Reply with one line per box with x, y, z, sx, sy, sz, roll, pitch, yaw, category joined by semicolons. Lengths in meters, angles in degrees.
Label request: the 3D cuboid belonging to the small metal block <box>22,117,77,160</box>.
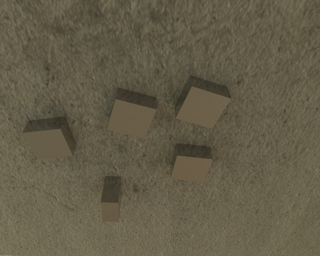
-0.147;0.014;0.417;0.050;0.025;0.050;-6;130;4;small metal block

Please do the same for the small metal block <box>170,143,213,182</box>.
0.044;0.051;0.452;0.050;0.025;0.050;7;130;-6;small metal block

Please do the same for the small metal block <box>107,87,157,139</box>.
-0.036;-0.018;0.391;0.050;0.025;0.050;14;129;-12;small metal block

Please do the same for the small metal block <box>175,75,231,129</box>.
0.051;-0.031;0.382;0.050;0.025;0.050;15;128;-13;small metal block

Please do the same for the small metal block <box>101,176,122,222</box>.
-0.075;0.111;0.484;0.025;0.050;0.050;3;130;-3;small metal block
